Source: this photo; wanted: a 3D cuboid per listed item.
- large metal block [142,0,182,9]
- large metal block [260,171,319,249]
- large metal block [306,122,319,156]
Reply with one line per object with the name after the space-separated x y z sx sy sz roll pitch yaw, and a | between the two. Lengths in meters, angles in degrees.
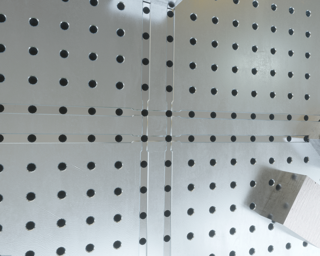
-0.006 -0.210 0.397 0.081 0.050 0.080 8 88 -20 | large metal block
0.217 0.124 0.479 0.080 0.050 0.080 34 79 -17 | large metal block
0.305 0.018 0.511 0.080 0.050 0.080 -46 104 -14 | large metal block
